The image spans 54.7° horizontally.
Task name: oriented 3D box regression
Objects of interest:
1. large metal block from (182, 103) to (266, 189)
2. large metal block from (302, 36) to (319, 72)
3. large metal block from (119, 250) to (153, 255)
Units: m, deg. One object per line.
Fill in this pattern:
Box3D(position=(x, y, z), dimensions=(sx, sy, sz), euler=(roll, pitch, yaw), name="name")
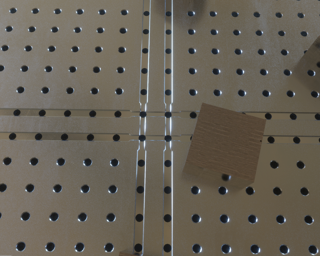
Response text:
Box3D(position=(0.079, 0.023, 0.391), dimensions=(0.080, 0.050, 0.080), euler=(16, 71, 5), name="large metal block")
Box3D(position=(0.271, -0.111, 0.443), dimensions=(0.080, 0.050, 0.080), euler=(-39, 75, -13), name="large metal block")
Box3D(position=(-0.011, 0.182, 0.332), dimensions=(0.080, 0.050, 0.080), euler=(11, 70, 3), name="large metal block")
